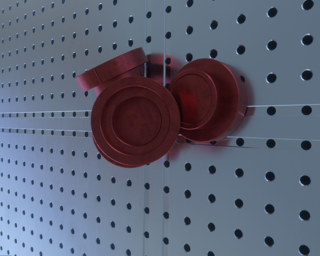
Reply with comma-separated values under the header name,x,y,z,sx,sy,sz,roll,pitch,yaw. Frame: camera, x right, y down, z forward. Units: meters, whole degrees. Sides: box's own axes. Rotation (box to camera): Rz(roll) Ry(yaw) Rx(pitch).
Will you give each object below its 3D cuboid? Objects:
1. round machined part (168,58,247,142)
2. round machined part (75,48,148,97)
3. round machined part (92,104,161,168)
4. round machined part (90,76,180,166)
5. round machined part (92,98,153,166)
name,x,y,z,sx,sy,sz,roll,pitch,yaw
round machined part,0.046,-0.032,0.359,0.098,0.042,0.097,0,90,39
round machined part,-0.059,-0.068,0.415,0.098,0.099,0.042,-16,106,38
round machined part,-0.039,0.003,0.398,0.099,0.042,0.097,0,87,2
round machined part,-0.025,-0.007,0.355,0.099,0.042,0.097,0,89,6
round machined part,-0.060,0.006,0.446,0.098,0.042,0.097,0,90,39
